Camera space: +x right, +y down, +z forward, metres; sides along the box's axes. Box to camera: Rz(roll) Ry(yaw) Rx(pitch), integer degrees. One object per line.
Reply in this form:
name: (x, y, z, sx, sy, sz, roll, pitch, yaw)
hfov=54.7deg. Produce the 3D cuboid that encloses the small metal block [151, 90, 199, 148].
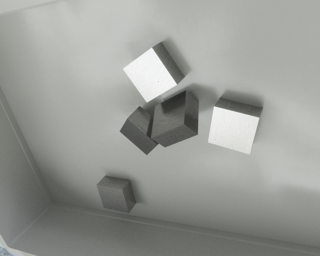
small metal block: (0.018, -0.010, 0.373, 0.050, 0.050, 0.025, -24, 135, 36)

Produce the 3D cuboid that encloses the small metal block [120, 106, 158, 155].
small metal block: (-0.022, 0.005, 0.412, 0.050, 0.025, 0.050, 41, 153, -1)

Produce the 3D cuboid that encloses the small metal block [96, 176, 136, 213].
small metal block: (-0.072, 0.110, 0.515, 0.050, 0.025, 0.050, 4, 120, 26)

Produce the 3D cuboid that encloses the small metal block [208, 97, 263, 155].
small metal block: (0.087, -0.003, 0.361, 0.050, 0.025, 0.050, 16, 125, 19)

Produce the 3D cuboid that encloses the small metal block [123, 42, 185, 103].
small metal block: (-0.007, -0.066, 0.372, 0.050, 0.025, 0.050, -27, 104, 37)
